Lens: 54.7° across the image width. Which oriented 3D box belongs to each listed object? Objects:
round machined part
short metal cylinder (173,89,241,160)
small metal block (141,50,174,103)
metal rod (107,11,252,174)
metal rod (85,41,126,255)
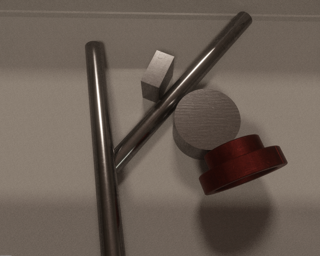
[{"bbox_3d":[0.090,0.040,0.357,0.099,0.098,0.042,-18,71,-7],"label":"round machined part"},{"bbox_3d":[0.057,-0.003,0.398,0.081,0.050,0.080,0,70,0],"label":"short metal cylinder"},{"bbox_3d":[-0.003,-0.068,0.421,0.025,0.050,0.050,23,72,8],"label":"small metal block"},{"bbox_3d":[0.034,-0.059,0.431,0.025,0.025,0.301,38,74,12],"label":"metal rod"},{"bbox_3d":[-0.071,0.011,0.382,0.025,0.025,0.299,-9,62,-4],"label":"metal rod"}]
